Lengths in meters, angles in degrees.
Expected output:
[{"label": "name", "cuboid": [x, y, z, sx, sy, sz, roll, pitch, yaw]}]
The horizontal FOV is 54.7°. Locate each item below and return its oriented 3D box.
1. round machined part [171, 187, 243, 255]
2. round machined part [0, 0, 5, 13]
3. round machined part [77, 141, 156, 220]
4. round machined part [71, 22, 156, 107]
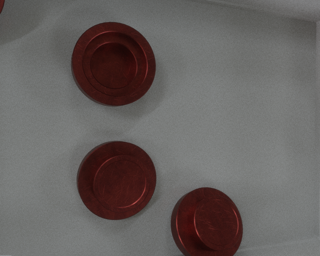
[{"label": "round machined part", "cuboid": [0.068, 0.126, 0.408, 0.099, 0.042, 0.098, 8, 64, -18]}, {"label": "round machined part", "cuboid": [-0.211, -0.146, 0.306, 0.099, 0.042, 0.097, -19, 137, -19]}, {"label": "round machined part", "cuboid": [-0.051, 0.065, 0.383, 0.099, 0.042, 0.097, 0, 90, -20]}, {"label": "round machined part", "cuboid": [-0.058, -0.075, 0.380, 0.099, 0.042, 0.097, 0, 90, -20]}]
